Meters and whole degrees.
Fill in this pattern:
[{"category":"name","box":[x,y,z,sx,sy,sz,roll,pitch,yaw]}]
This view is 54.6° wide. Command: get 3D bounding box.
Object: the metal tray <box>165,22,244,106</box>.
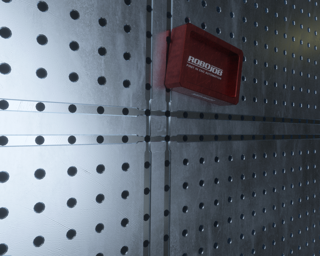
[{"category":"metal tray","box":[0.070,-0.090,0.462,0.131,0.030,0.090,12,83,-39]}]
